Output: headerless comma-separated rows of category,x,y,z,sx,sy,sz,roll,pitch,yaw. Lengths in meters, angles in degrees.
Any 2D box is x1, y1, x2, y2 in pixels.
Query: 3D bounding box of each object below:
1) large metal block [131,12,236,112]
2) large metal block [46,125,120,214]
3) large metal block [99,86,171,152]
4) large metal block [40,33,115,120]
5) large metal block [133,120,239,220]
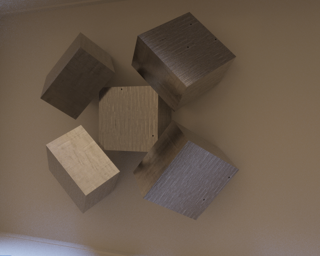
large metal block,0.026,-0.079,0.364,0.080,0.050,0.080,-34,74,-28
large metal block,-0.103,0.056,0.410,0.080,0.050,0.080,48,149,13
large metal block,-0.032,-0.012,0.406,0.080,0.050,0.080,1,90,20
large metal block,-0.108,-0.071,0.409,0.050,0.080,0.080,35,105,-28
large metal block,0.029,0.050,0.362,0.080,0.050,0.080,30,103,-29
